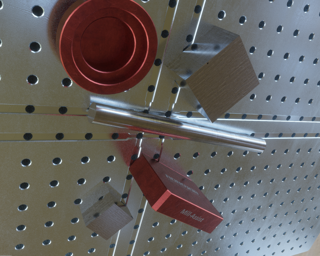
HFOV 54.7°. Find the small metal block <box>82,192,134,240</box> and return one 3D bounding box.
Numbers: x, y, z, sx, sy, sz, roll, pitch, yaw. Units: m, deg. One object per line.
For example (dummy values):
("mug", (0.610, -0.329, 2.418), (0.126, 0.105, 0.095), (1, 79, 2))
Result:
("small metal block", (-0.076, 0.129, 0.451), (0.050, 0.025, 0.050), (-39, 130, -3))

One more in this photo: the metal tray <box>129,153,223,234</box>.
("metal tray", (0.024, 0.094, 0.442), (0.130, 0.090, 0.030), (34, 99, -39))

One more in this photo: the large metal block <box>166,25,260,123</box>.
("large metal block", (0.068, -0.067, 0.393), (0.080, 0.050, 0.080), (-40, 130, -1))

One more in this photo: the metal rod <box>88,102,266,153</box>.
("metal rod", (0.045, 0.006, 0.441), (0.302, 0.025, 0.025), (11, 113, -33))

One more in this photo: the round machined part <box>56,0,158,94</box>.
("round machined part", (-0.056, -0.087, 0.317), (0.099, 0.042, 0.097), (-14, 125, -21))
